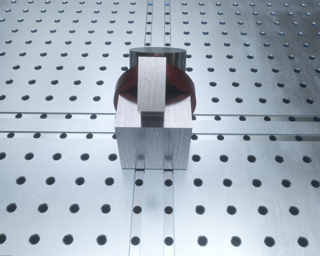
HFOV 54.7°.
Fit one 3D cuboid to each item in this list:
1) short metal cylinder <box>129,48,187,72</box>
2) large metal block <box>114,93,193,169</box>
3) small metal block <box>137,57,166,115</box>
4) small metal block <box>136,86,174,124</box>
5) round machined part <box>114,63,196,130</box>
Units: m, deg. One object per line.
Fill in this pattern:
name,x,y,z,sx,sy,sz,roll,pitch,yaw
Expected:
short metal cylinder,-0.003,-0.086,0.442,0.081,0.050,0.080,1,20,0
large metal block,-0.007,0.006,0.366,0.081,0.080,0.050,1,50,0
small metal block,-0.007,-0.039,0.306,0.025,0.050,0.050,1,88,0
small metal block,-0.006,-0.033,0.434,0.050,0.025,0.050,1,50,0
round machined part,-0.006,-0.043,0.383,0.099,0.097,0.042,1,50,0
